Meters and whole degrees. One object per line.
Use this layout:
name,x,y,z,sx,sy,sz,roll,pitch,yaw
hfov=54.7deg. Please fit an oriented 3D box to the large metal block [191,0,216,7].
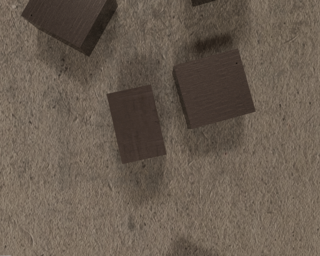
large metal block,0.077,-0.200,0.383,0.080,0.080,0.050,-17,90,0

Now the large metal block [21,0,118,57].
large metal block,-0.112,-0.150,0.396,0.080,0.050,0.080,29,90,-1

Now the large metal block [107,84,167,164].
large metal block,-0.026,-0.004,0.382,0.050,0.080,0.080,-12,90,0

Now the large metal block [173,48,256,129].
large metal block,0.066,-0.048,0.398,0.080,0.050,0.080,-15,90,-1
